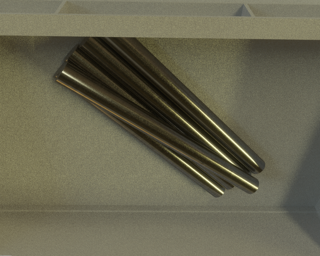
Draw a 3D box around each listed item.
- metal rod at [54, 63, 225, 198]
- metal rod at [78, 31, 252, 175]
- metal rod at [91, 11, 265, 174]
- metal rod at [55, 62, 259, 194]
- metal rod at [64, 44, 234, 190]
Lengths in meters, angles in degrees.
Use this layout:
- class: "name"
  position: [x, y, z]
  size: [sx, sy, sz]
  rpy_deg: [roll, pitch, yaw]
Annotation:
- class: "metal rod"
  position: [-0.009, 0.016, 0.421]
  size: [0.025, 0.025, 0.301]
  rpy_deg: [-36, 122, 26]
- class: "metal rod"
  position: [0.025, -0.011, 0.398]
  size: [0.025, 0.025, 0.301]
  rpy_deg: [-36, 122, 26]
- class: "metal rod"
  position: [0.041, -0.026, 0.385]
  size: [0.025, 0.025, 0.301]
  rpy_deg: [-36, 122, 26]
- class: "metal rod"
  position: [0.015, 0.012, 0.384]
  size: [0.301, 0.025, 0.025]
  rpy_deg: [31, 123, -24]
- class: "metal rod"
  position: [0.006, 0.001, 0.408]
  size: [0.025, 0.025, 0.301]
  rpy_deg: [-36, 122, 26]
